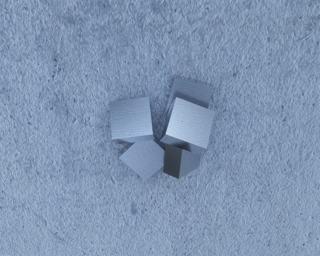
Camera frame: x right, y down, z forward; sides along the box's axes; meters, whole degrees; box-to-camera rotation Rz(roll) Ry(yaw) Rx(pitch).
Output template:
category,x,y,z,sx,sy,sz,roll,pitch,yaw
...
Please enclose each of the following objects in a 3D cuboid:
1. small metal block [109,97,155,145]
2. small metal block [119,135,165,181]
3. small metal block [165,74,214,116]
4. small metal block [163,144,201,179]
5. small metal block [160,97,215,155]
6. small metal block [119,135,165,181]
category,x,y,z,sx,sy,sz,roll,pitch,yaw
small metal block,-0.035,-0.009,0.394,0.050,0.025,0.050,-7,72,2
small metal block,-0.019,0.035,0.424,0.050,0.025,0.050,-43,105,14
small metal block,0.036,-0.037,0.398,0.050,0.025,0.050,13,110,-5
small metal block,0.031,0.032,0.408,0.025,0.050,0.050,19,114,34
small metal block,0.033,-0.002,0.370,0.050,0.025,0.050,20,65,-8
small metal block,-0.019,0.035,0.424,0.050,0.025,0.050,-43,105,14
